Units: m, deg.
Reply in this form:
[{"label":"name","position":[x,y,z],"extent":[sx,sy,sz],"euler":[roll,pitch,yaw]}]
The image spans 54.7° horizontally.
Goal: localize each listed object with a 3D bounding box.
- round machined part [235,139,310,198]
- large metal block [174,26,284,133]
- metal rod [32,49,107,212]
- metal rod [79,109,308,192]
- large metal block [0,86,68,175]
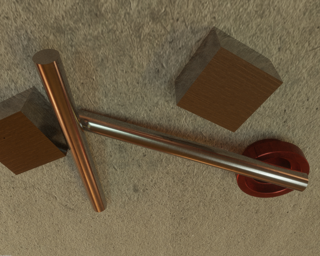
[{"label":"round machined part","position":[0.156,0.053,0.444],"extent":[0.099,0.042,0.097],"euler":[-1,130,0]},{"label":"large metal block","position":[0.073,-0.052,0.348],"extent":[0.080,0.050,0.080],"euler":[24,126,-19]},{"label":"metal rod","position":[-0.104,0.031,0.404],"extent":[0.025,0.025,0.298],"euler":[-1,139,1]},{"label":"metal rod","position":[0.039,0.029,0.397],"extent":[0.302,0.025,0.025],"euler":[16,129,0]},{"label":"large metal block","position":[-0.172,0.006,0.393],"extent":[0.080,0.050,0.080],"euler":[-21,127,16]}]
